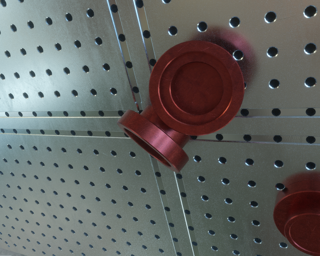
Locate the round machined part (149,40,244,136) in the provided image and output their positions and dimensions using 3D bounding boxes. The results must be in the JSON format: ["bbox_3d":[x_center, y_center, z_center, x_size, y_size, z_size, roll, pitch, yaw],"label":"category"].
[{"bbox_3d":[0.041,-0.043,0.337,0.098,0.042,0.097,2,100,13],"label":"round machined part"}]

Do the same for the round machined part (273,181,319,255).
[{"bbox_3d":[0.188,0.115,0.372,0.098,0.042,0.097,13,124,20],"label":"round machined part"}]

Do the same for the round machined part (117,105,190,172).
[{"bbox_3d":[-0.002,0.009,0.384,0.098,0.042,0.098,38,170,8],"label":"round machined part"}]
